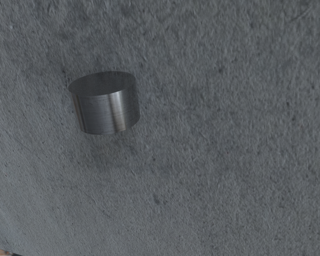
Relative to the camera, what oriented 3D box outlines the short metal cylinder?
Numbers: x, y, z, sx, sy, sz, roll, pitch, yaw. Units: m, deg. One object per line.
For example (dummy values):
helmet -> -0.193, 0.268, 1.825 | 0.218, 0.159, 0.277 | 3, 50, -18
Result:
short metal cylinder -> -0.067, -0.033, 0.385 | 0.080, 0.080, 0.050 | 8, 122, 23
